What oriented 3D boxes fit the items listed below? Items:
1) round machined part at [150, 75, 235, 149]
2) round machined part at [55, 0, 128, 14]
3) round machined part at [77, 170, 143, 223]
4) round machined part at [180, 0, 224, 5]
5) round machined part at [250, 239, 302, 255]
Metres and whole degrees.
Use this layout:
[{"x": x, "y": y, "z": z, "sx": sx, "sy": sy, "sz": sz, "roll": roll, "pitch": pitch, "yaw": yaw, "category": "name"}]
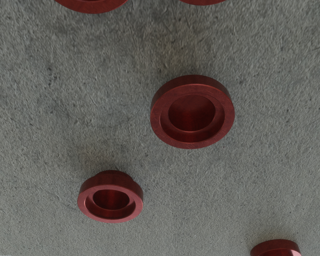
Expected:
[{"x": 0.038, "y": -0.023, "z": 0.377, "sx": 0.099, "sy": 0.042, "sz": 0.097, "roll": 0, "pitch": 130, "yaw": 0, "category": "round machined part"}, {"x": -0.061, "y": -0.153, "z": 0.265, "sx": 0.099, "sy": 0.042, "sz": 0.097, "roll": 0, "pitch": 130, "yaw": 0, "category": "round machined part"}, {"x": -0.075, "y": 0.103, "z": 0.483, "sx": 0.099, "sy": 0.042, "sz": 0.097, "roll": 0, "pitch": 130, "yaw": 0, "category": "round machined part"}, {"x": 0.037, "y": -0.159, "z": 0.259, "sx": 0.099, "sy": 0.042, "sz": 0.097, "roll": -1, "pitch": 130, "yaw": -1, "category": "round machined part"}, {"x": 0.237, "y": 0.270, "z": 0.628, "sx": 0.099, "sy": 0.042, "sz": 0.097, "roll": 0, "pitch": 130, "yaw": 0, "category": "round machined part"}]
